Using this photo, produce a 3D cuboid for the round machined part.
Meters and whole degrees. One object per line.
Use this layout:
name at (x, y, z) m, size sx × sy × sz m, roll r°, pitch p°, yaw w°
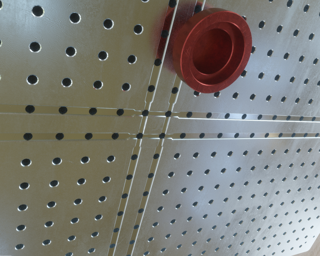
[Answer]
round machined part at (0.059, -0.095, 0.375) m, size 0.099 × 0.042 × 0.097 m, roll -14°, pitch 124°, yaw -21°
